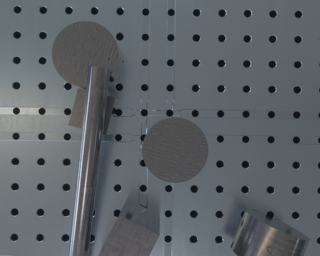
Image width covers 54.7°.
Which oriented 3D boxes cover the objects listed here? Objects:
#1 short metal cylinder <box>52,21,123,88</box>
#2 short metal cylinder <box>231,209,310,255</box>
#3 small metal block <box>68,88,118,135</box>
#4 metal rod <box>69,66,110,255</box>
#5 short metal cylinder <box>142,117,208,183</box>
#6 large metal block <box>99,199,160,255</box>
[{"bbox_3d":[-0.091,-0.090,0.400,0.081,0.050,0.080,0,90,0],"label":"short metal cylinder"},{"bbox_3d":[0.136,0.143,0.387,0.080,0.080,0.050,22,90,0],"label":"short metal cylinder"},{"bbox_3d":[-0.088,-0.021,0.413,0.050,0.025,0.050,15,90,0],"label":"small metal block"},{"bbox_3d":[-0.092,0.074,0.386,0.025,0.025,0.298,9,100,0],"label":"metal rod"},{"bbox_3d":[0.019,0.027,0.401,0.081,0.050,0.080,0,90,0],"label":"short metal cylinder"},{"bbox_3d":[-0.041,0.144,0.386,0.050,0.080,0.080,27,90,0],"label":"large metal block"}]
